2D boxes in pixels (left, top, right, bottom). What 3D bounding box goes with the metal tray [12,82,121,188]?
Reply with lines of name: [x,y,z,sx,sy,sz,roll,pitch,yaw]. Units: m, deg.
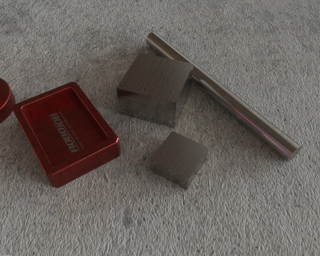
metal tray: [-0.121,0.002,0.397,0.091,0.030,0.130,-27,55,-21]

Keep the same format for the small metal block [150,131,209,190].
small metal block: [0.023,0.038,0.372,0.050,0.025,0.050,25,54,19]

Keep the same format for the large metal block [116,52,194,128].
large metal block: [-0.005,-0.054,0.433,0.080,0.050,0.080,15,52,12]

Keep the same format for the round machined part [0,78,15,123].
round machined part: [-0.257,-0.041,0.425,0.099,0.042,0.098,0,50,0]

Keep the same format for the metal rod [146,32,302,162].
metal rod: [0.075,-0.061,0.454,0.025,0.025,0.300,-29,56,-22]
